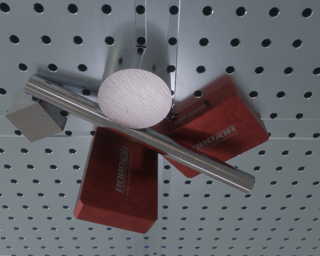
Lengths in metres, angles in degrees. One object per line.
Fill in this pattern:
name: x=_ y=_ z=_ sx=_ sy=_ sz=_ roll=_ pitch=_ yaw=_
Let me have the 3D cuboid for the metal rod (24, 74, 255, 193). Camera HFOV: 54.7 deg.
metal rod: x=-0.018 y=0.011 z=0.386 sx=0.301 sy=0.025 sz=0.025 roll=25 pitch=126 yaw=-7

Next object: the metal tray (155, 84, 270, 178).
metal tray: x=0.066 y=0.009 z=0.417 sx=0.130 sy=0.030 sz=0.090 roll=-31 pitch=124 yaw=23

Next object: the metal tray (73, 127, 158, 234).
metal tray: x=-0.050 y=0.061 z=0.394 sx=0.091 sy=0.130 sz=0.030 roll=18 pitch=128 yaw=-15

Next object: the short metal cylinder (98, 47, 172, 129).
short metal cylinder: x=-0.027 y=-0.045 z=0.356 sx=0.081 sy=0.050 sz=0.079 roll=0 pitch=130 yaw=0

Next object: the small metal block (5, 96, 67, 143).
small metal block: x=-0.158 y=-0.013 z=0.399 sx=0.050 sy=0.025 sz=0.050 roll=-19 pitch=128 yaw=15
